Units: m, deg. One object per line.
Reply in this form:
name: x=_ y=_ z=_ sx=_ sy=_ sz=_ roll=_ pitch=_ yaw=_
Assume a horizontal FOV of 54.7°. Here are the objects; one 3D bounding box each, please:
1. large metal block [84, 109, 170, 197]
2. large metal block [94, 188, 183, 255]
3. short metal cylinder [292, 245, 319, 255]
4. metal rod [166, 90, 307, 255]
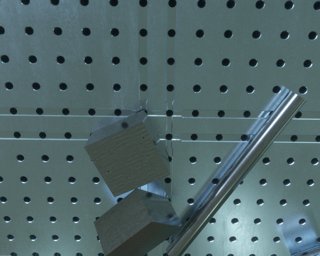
large metal block: x=-0.040 y=0.033 z=0.412 sx=0.080 sy=0.050 sz=0.080 roll=-24 pitch=109 yaw=8
large metal block: x=-0.029 y=0.134 z=0.428 sx=0.080 sy=0.050 sz=0.080 roll=-40 pitch=143 yaw=13
short metal cylinder: x=0.243 y=0.225 z=0.469 sx=0.050 sy=0.080 sz=0.080 roll=-24 pitch=109 yaw=9
metal rod: x=0.099 y=0.077 z=0.442 sx=0.025 sy=0.025 sz=0.299 roll=30 pitch=107 yaw=-11
